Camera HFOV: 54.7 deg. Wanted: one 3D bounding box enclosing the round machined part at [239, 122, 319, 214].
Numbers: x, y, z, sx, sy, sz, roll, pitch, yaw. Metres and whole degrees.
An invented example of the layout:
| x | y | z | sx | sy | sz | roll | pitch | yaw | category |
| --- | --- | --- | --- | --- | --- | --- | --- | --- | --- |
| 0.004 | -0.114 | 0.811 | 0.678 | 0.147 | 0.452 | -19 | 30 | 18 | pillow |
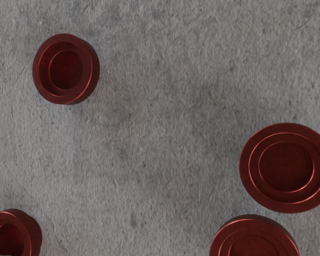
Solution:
| x | y | z | sx | sy | sz | roll | pitch | yaw | category |
| --- | --- | --- | --- | --- | --- | --- | --- | --- | --- |
| 0.142 | 0.043 | 0.350 | 0.098 | 0.042 | 0.097 | 0 | 90 | 19 | round machined part |

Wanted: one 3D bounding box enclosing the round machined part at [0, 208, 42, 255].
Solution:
| x | y | z | sx | sy | sz | roll | pitch | yaw | category |
| --- | --- | --- | --- | --- | --- | --- | --- | --- | --- |
| -0.223 | 0.172 | 0.477 | 0.098 | 0.042 | 0.097 | 0 | 90 | 19 | round machined part |

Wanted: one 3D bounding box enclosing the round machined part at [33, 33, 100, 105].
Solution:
| x | y | z | sx | sy | sz | roll | pitch | yaw | category |
| --- | --- | --- | --- | --- | --- | --- | --- | --- | --- |
| -0.129 | -0.081 | 0.444 | 0.098 | 0.042 | 0.097 | 0 | 90 | 19 | round machined part |

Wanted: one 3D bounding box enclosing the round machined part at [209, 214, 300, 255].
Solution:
| x | y | z | sx | sy | sz | roll | pitch | yaw | category |
| --- | --- | --- | --- | --- | --- | --- | --- | --- | --- |
| 0.110 | 0.149 | 0.361 | 0.098 | 0.042 | 0.097 | 0 | 90 | 19 | round machined part |
